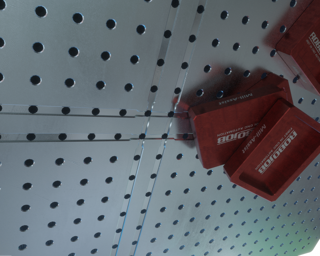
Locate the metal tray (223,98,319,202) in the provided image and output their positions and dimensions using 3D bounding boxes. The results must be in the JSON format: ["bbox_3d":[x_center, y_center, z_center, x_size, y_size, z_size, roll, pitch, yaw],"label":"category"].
[{"bbox_3d":[0.163,0.034,0.433,0.090,0.030,0.129,28,108,-22],"label":"metal tray"}]

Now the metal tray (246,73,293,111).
[{"bbox_3d":[0.168,-0.011,0.491,0.090,0.030,0.130,-37,129,-4],"label":"metal tray"}]

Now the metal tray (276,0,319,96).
[{"bbox_3d":[0.240,-0.116,0.466,0.130,0.030,0.090,32,101,-38],"label":"metal tray"}]

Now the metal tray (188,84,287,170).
[{"bbox_3d":[0.113,-0.001,0.441,0.131,0.030,0.090,-16,118,-2],"label":"metal tray"}]
